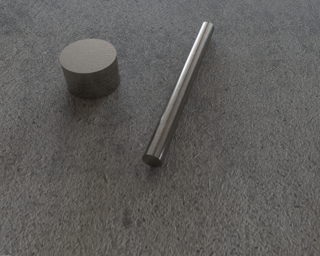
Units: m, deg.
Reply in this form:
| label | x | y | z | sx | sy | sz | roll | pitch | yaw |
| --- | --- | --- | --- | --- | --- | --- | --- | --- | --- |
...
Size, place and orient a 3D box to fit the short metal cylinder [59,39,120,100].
| label | x | y | z | sx | sy | sz | roll | pitch | yaw |
| --- | --- | --- | --- | --- | --- | --- | --- | --- | --- |
| short metal cylinder | -0.102 | -0.088 | 0.460 | 0.081 | 0.050 | 0.080 | 0 | 50 | 0 |

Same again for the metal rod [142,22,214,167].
| label | x | y | z | sx | sy | sz | roll | pitch | yaw |
| --- | --- | --- | --- | --- | --- | --- | --- | --- | --- |
| metal rod | 0.038 | -0.069 | 0.461 | 0.025 | 0.025 | 0.301 | 14 | 51 | 11 |
